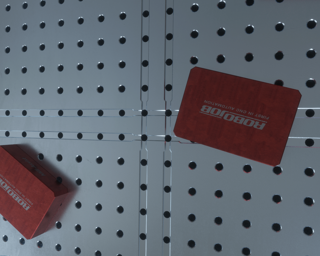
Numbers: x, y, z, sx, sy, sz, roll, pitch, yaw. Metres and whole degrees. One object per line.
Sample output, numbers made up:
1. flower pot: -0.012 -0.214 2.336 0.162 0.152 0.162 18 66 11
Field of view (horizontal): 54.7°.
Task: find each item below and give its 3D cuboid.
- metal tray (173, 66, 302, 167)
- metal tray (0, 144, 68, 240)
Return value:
1. metal tray: 0.091 -0.016 0.378 0.130 0.030 0.089 17 96 18
2. metal tray: -0.218 0.097 0.485 0.130 0.030 0.090 35 101 16
